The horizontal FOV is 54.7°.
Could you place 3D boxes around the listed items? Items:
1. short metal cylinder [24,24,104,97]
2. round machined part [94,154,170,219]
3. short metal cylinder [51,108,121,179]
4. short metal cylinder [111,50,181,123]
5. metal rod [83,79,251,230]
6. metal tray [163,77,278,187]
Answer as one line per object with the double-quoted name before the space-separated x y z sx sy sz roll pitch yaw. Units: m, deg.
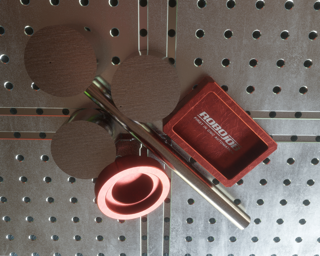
"short metal cylinder" -0.111 -0.082 0.369 0.081 0.050 0.079 0 110 0
"round machined part" -0.039 0.075 0.420 0.099 0.042 0.097 -11 127 -15
"short metal cylinder" -0.094 0.020 0.406 0.081 0.050 0.079 0 110 0
"short metal cylinder" -0.016 -0.052 0.380 0.081 0.050 0.079 0 110 0
"metal rod" 0.019 0.044 0.430 0.300 0.025 0.025 42 105 -14
"metal tray" 0.078 0.008 0.413 0.130 0.030 0.090 42 105 -14
